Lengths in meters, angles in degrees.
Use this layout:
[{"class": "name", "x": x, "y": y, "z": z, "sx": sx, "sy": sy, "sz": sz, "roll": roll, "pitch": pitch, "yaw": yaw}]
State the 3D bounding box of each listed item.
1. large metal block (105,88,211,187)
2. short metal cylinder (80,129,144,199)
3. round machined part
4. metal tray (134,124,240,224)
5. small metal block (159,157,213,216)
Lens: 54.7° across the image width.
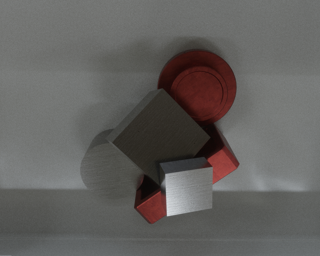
[{"class": "large metal block", "x": -0.003, "y": 0.012, "z": 0.363, "sx": 0.080, "sy": 0.050, "sz": 0.080, "roll": 45, "pitch": 79, "yaw": -15}, {"class": "short metal cylinder", "x": -0.060, "y": 0.047, "z": 0.412, "sx": 0.081, "sy": 0.050, "sz": 0.079, "roll": 0, "pitch": 110, "yaw": -1}, {"class": "round machined part", "x": 0.046, "y": -0.046, "z": 0.384, "sx": 0.099, "sy": 0.042, "sz": 0.097, "roll": 0, "pitch": 110, "yaw": -1}, {"class": "metal tray", "x": 0.029, "y": 0.054, "z": 0.395, "sx": 0.130, "sy": 0.090, "sz": 0.030, "roll": -36, "pitch": 106, "yaw": 11}, {"class": "small metal block", "x": 0.028, "y": 0.062, "z": 0.331, "sx": 0.050, "sy": 0.025, "sz": 0.050, "roll": -7, "pitch": 110, "yaw": -12}]
